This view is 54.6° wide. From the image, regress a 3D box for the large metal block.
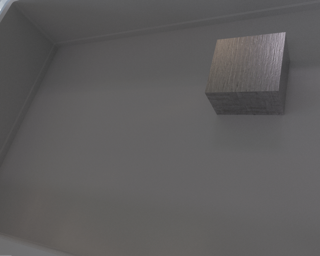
[{"bbox_3d":[0.107,-0.063,0.372,0.080,0.050,0.080,2,63,29],"label":"large metal block"}]
